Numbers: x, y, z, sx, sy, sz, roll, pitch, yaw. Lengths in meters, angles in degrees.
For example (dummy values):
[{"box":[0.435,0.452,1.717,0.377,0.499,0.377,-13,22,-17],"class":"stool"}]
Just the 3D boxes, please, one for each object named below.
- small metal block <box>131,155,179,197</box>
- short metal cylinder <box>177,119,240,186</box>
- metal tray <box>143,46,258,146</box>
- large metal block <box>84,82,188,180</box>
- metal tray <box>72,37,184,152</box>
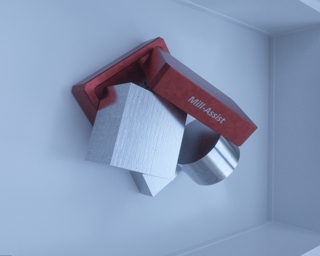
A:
[{"box":[-0.009,0.052,0.399,0.050,0.025,0.050,-36,112,-34],"class":"small metal block"},{"box":[0.061,0.031,0.423,0.050,0.080,0.080,47,62,-30],"class":"short metal cylinder"},{"box":[0.044,-0.039,0.363,0.131,0.090,0.030,31,108,-21],"class":"metal tray"},{"box":[-0.023,0.006,0.329,0.080,0.050,0.080,21,77,-38],"class":"large metal block"},{"box":[-0.029,-0.043,0.378,0.131,0.030,0.090,-41,115,-32],"class":"metal tray"}]
